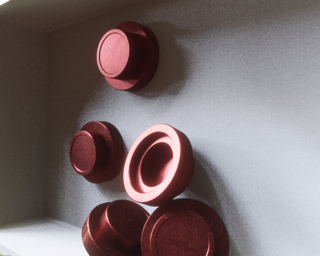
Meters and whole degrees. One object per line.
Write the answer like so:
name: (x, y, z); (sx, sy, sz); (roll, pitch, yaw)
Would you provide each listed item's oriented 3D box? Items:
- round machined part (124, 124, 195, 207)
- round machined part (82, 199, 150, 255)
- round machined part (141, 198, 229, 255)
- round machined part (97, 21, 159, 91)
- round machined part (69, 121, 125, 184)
round machined part: (0.003, 0.047, 0.378); (0.098, 0.042, 0.098); (-28, 48, 37)
round machined part: (-0.046, 0.131, 0.397); (0.098, 0.099, 0.042); (45, 117, 30)
round machined part: (0.026, 0.127, 0.343); (0.098, 0.042, 0.098); (-4, 67, 9)
round machined part: (-0.052, -0.102, 0.439); (0.098, 0.042, 0.097); (0, 90, 40)
round machined part: (-0.104, 0.038, 0.482); (0.098, 0.042, 0.097); (0, 90, 40)
